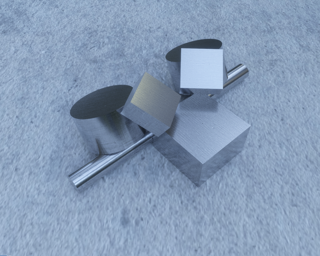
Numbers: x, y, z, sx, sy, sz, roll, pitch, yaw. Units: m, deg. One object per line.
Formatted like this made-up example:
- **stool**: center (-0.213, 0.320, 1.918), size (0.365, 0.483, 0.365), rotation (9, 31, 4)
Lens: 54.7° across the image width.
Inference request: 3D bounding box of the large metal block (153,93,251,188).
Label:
- **large metal block**: center (0.048, 0.010, 0.378), size (0.080, 0.050, 0.080), rotation (-34, 58, -26)

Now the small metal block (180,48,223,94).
- **small metal block**: center (0.050, -0.069, 0.382), size (0.050, 0.025, 0.050), rotation (2, 81, 1)

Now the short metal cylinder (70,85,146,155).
- **short metal cylinder**: center (-0.061, -0.012, 0.380), size (0.080, 0.050, 0.080), rotation (-13, 31, 8)

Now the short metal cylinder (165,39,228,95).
- **short metal cylinder**: center (0.053, -0.089, 0.445), size (0.080, 0.050, 0.080), rotation (-13, 31, 8)

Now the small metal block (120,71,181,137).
- **small metal block**: center (-0.009, -0.027, 0.346), size (0.050, 0.025, 0.050), rotation (33, 50, -15)

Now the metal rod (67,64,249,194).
- **metal rod**: center (0.015, -0.012, 0.415), size (0.302, 0.025, 0.025), rotation (-34, 58, -26)
